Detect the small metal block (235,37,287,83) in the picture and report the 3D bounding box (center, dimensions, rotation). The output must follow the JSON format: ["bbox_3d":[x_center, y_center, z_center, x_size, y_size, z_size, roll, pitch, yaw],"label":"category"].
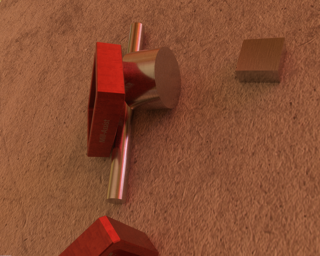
[{"bbox_3d":[0.127,-0.085,0.389,0.050,0.025,0.050,6,65,30],"label":"small metal block"}]

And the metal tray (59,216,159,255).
[{"bbox_3d":[-0.073,0.152,0.305,0.130,0.090,0.030,-43,51,-2],"label":"metal tray"}]

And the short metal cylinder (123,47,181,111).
[{"bbox_3d":[-0.011,-0.064,0.412,0.050,0.080,0.080,-3,61,27],"label":"short metal cylinder"}]

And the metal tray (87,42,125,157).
[{"bbox_3d":[-0.073,-0.032,0.398,0.030,0.129,0.090,3,53,-17],"label":"metal tray"}]

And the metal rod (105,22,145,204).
[{"bbox_3d":[-0.046,-0.040,0.450,0.025,0.025,0.299,-10,57,22],"label":"metal rod"}]
